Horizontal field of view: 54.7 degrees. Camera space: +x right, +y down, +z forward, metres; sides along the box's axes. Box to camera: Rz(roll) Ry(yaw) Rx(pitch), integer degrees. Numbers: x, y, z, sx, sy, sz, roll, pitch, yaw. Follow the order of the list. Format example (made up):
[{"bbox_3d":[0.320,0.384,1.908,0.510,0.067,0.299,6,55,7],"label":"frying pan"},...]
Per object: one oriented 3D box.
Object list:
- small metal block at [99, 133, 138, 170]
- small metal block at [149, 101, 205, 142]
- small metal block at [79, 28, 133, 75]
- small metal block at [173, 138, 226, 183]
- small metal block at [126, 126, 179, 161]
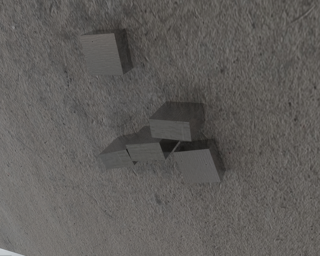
[{"bbox_3d":[-0.048,0.031,0.436,0.050,0.050,0.025,-13,112,33],"label":"small metal block"},{"bbox_3d":[0.022,-0.009,0.373,0.050,0.050,0.025,5,121,25],"label":"small metal block"},{"bbox_3d":[-0.066,-0.094,0.383,0.050,0.025,0.050,4,121,26],"label":"small metal block"},{"bbox_3d":[0.052,0.044,0.407,0.050,0.025,0.050,-9,114,32],"label":"small metal block"},{"bbox_3d":[-0.008,0.018,0.406,0.050,0.050,0.025,-5,116,30],"label":"small metal block"}]
